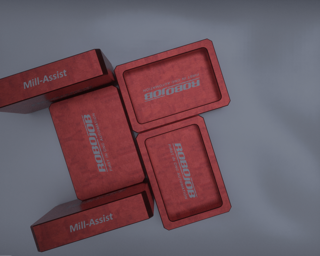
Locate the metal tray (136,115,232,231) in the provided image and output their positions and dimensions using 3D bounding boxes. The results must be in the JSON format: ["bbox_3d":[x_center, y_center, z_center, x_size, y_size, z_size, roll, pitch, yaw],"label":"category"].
[{"bbox_3d":[0.030,0.057,0.408,0.090,0.030,0.129,-17,90,-1],"label":"metal tray"}]

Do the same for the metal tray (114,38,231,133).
[{"bbox_3d":[0.016,-0.054,0.407,0.131,0.030,0.090,-17,90,-1],"label":"metal tray"}]

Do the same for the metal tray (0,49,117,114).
[{"bbox_3d":[-0.123,-0.052,0.374,0.131,0.090,0.030,-18,90,-1],"label":"metal tray"}]

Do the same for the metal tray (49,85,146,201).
[{"bbox_3d":[-0.079,0.019,0.405,0.090,0.030,0.129,-17,90,-1],"label":"metal tray"}]

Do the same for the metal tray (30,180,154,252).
[{"bbox_3d":[-0.074,0.101,0.375,0.131,0.090,0.030,-17,90,-1],"label":"metal tray"}]
